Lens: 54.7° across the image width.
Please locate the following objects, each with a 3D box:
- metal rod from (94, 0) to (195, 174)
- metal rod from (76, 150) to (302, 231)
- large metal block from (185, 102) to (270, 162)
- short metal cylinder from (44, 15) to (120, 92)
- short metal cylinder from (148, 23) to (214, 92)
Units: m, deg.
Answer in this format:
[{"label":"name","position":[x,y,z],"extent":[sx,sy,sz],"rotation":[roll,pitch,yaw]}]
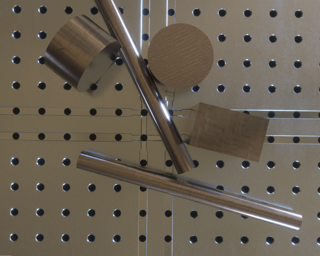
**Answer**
[{"label":"metal rod","position":[-0.030,-0.078,0.412],"extent":[0.025,0.025,0.299],"rotation":[-26,90,0]},{"label":"metal rod","position":[0.039,0.083,0.413],"extent":[0.302,0.025,0.025],"rotation":[16,90,0]},{"label":"large metal block","position":[0.078,0.005,0.386],"extent":[0.080,0.080,0.050],"rotation":[14,90,0]},{"label":"short metal cylinder","position":[-0.095,-0.091,0.385],"extent":[0.050,0.080,0.080],"rotation":[39,90,0]},{"label":"short metal cylinder","position":[0.025,-0.088,0.401],"extent":[0.081,0.050,0.079],"rotation":[0,90,0]}]
